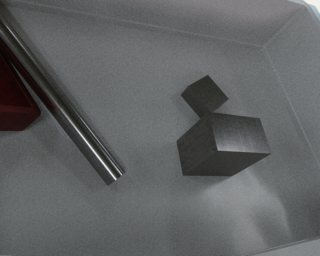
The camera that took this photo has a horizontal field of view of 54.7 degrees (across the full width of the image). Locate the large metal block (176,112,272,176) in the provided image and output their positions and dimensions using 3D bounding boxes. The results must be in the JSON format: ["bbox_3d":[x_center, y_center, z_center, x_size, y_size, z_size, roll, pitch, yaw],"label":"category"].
[{"bbox_3d":[0.079,0.025,0.400,0.081,0.080,0.050,5,60,-26],"label":"large metal block"}]

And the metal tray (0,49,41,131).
[{"bbox_3d":[-0.186,-0.057,0.305,0.130,0.030,0.090,55,14,11],"label":"metal tray"}]

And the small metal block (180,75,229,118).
[{"bbox_3d":[0.069,-0.047,0.474,0.050,0.025,0.050,-33,81,-38],"label":"small metal block"}]

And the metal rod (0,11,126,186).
[{"bbox_3d":[-0.141,-0.061,0.345,0.300,0.025,0.025,52,51,0],"label":"metal rod"}]
